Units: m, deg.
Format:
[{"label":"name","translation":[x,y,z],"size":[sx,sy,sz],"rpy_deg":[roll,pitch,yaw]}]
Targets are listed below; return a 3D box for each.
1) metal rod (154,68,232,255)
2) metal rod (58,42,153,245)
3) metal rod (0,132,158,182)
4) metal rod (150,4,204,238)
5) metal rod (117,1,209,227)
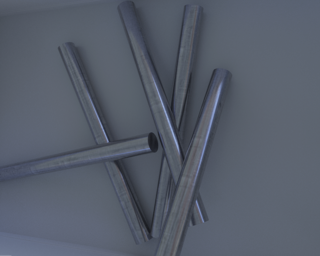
[{"label":"metal rod","translation":[0.029,0.065,0.332],"size":[0.025,0.025,0.300],"rpy_deg":[13,68,19]},{"label":"metal rod","translation":[-0.080,0.016,0.437],"size":[0.025,0.025,0.299],"rpy_deg":[-26,82,18]},{"label":"metal rod","translation":[-0.140,0.048,0.439],"size":[0.300,0.025,0.025],"rpy_deg":[-13,86,26]},{"label":"metal rod","translation":[0.021,-0.006,0.402],"size":[0.025,0.025,0.298],"rpy_deg":[9,93,19]},{"label":"metal rod","translation":[-0.002,-0.030,0.387],"size":[0.025,0.025,0.299],"rpy_deg":[-23,74,18]}]
